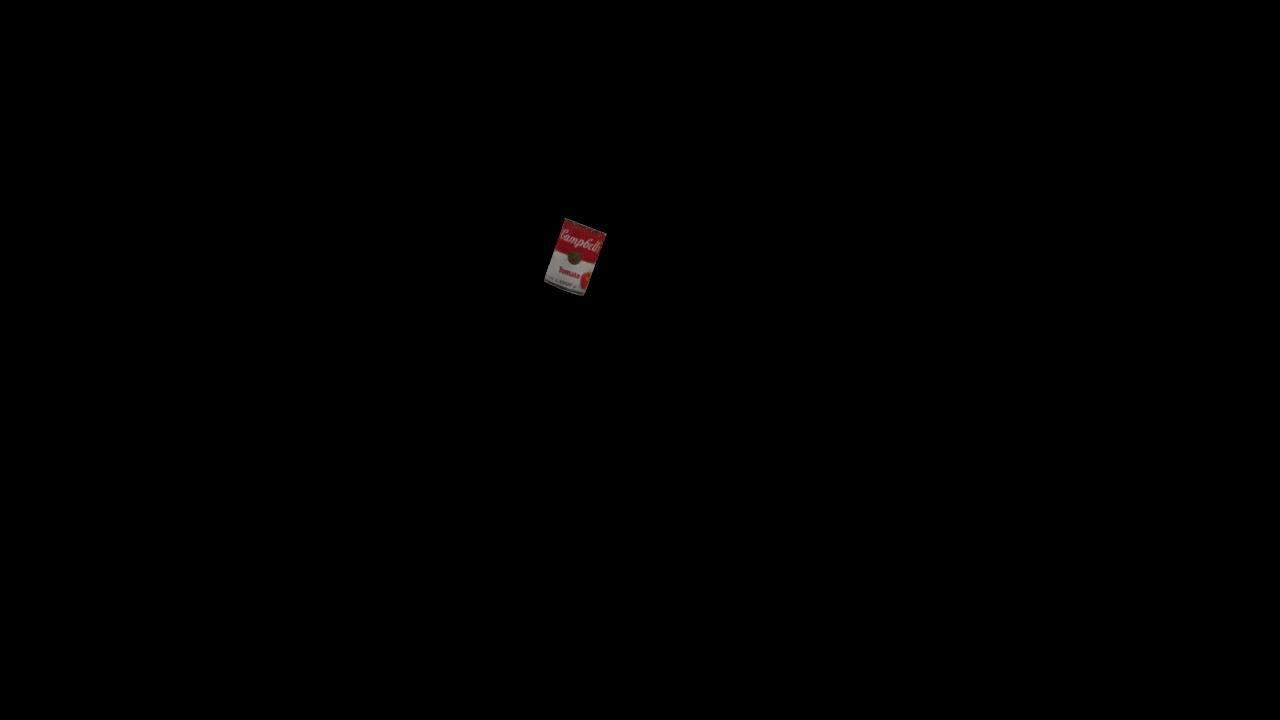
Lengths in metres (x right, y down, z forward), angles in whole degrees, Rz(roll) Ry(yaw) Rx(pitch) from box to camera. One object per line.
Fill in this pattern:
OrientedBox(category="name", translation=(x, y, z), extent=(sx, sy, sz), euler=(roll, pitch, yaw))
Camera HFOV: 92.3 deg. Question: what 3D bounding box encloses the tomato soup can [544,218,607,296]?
OrientedBox(category="tomato soup can", translation=(-0.099, -0.156, 0.933), extent=(0.068, 0.101, 0.068), euler=(21, 11, -4))
